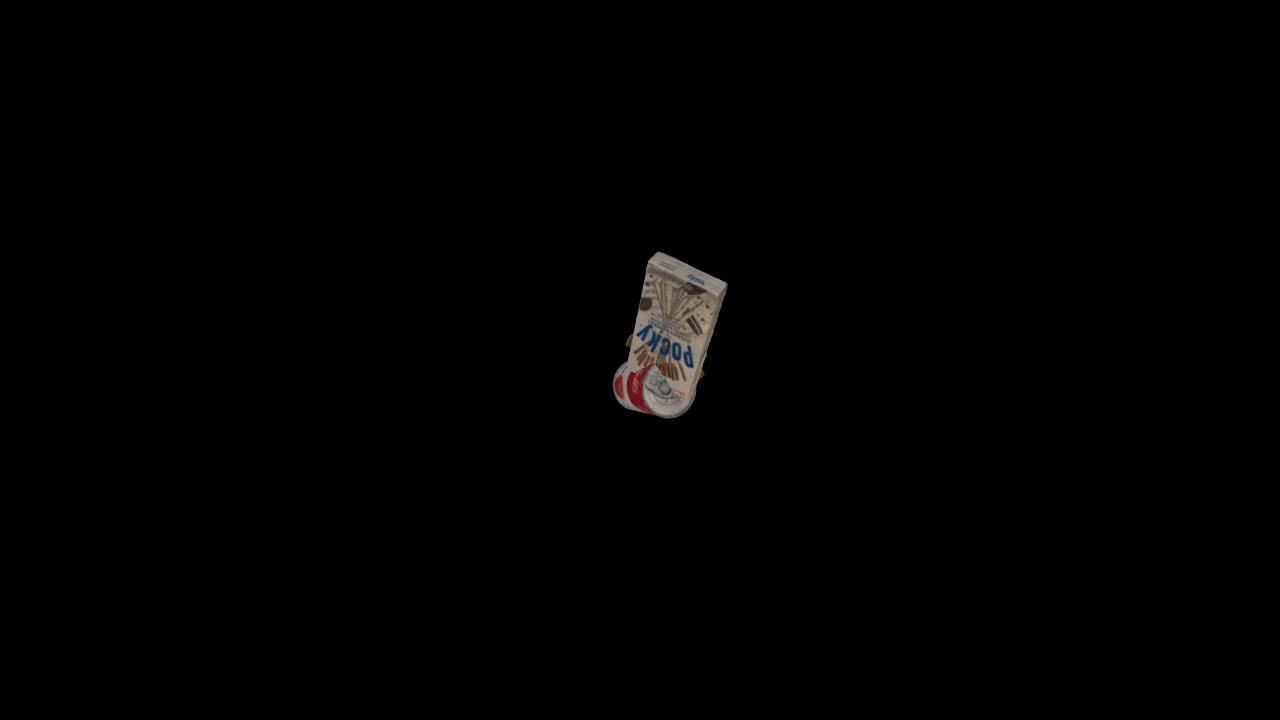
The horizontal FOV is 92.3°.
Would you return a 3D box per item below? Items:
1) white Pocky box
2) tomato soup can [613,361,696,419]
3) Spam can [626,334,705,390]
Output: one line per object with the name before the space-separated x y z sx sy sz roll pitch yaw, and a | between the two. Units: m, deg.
white Pocky box | 0.036 -0.033 0.657 0.084 0.154 0.028 27 45 15
tomato soup can | 0.015 0.031 0.730 0.068 0.068 0.101 0 0 -22
Spam can | 0.030 -0.002 0.745 0.058 0.085 0.101 -32 -3 -5
